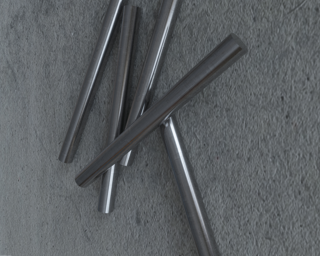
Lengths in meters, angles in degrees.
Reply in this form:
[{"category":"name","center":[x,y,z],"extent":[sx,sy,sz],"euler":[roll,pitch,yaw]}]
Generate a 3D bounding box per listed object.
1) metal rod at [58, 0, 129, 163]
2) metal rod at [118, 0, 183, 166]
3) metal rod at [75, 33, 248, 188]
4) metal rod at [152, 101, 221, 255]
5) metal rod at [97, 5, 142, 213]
[{"category":"metal rod","center":[-0.107,-0.076,0.490],"extent":[0.025,0.025,0.298],"euler":[36,112,34]},{"category":"metal rod","center":[-0.007,-0.089,0.408],"extent":[0.025,0.025,0.298],"euler":[28,107,36]},{"category":"metal rod","center":[-0.019,-0.003,0.384],"extent":[0.299,0.025,0.025],"euler":[-40,66,32]},{"category":"metal rod","center":[0.044,0.105,0.367],"extent":[0.025,0.025,0.299],"euler":[-27,73,36]},{"category":"metal rod","center":[-0.060,-0.022,0.452],"extent":[0.025,0.025,0.298],"euler":[15,99,39]}]
